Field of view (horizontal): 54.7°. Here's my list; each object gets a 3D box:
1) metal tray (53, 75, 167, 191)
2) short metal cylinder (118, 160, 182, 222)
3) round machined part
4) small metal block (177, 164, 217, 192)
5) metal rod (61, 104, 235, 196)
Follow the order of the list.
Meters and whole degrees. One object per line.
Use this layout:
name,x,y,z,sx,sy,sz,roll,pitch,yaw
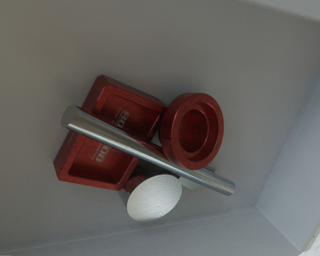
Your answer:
metal tray,-0.060,0.011,0.378,0.091,0.030,0.129,20,108,-36
short metal cylinder,-0.017,0.083,0.433,0.081,0.050,0.079,-14,125,-21
round machined part,0.036,0.003,0.403,0.099,0.042,0.097,-7,101,-41
small metal block,0.051,0.065,0.476,0.050,0.025,0.050,-49,129,6
metal rod,0.010,0.043,0.403,0.301,0.025,0.025,29,102,-40
